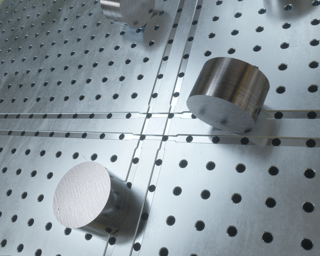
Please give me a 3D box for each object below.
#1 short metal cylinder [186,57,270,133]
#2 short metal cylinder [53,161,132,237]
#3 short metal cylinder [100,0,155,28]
[{"bbox_3d":[0.077,-0.036,0.354,0.080,0.080,0.050,14,69,33],"label":"short metal cylinder"},{"bbox_3d":[-0.082,0.087,0.380,0.080,0.050,0.080,-13,56,20],"label":"short metal cylinder"},{"bbox_3d":[-0.055,-0.218,0.533,0.050,0.080,0.080,26,76,36],"label":"short metal cylinder"}]
